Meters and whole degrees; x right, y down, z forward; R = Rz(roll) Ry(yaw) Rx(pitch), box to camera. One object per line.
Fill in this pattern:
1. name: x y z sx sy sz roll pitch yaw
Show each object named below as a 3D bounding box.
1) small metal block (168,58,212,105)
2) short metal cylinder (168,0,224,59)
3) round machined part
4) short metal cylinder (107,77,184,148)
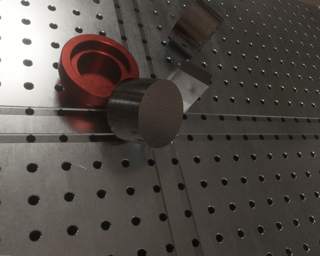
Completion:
1. small metal block: 0.040 -0.067 0.457 0.050 0.050 0.025 28 52 -11
2. short metal cylinder: 0.058 -0.160 0.504 0.050 0.080 0.080 41 51 -1
3. round machined part: -0.080 -0.069 0.397 0.099 0.042 0.098 14 56 -21
4. short metal cylinder: -0.016 -0.020 0.371 0.081 0.050 0.079 -15 109 -48
